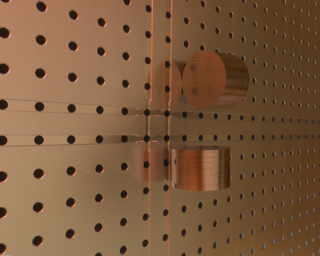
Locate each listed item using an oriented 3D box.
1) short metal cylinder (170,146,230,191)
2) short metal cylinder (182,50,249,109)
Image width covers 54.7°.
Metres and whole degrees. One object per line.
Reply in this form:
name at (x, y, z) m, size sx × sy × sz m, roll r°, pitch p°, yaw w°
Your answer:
short metal cylinder at (0.054, 0.051, 0.418) m, size 0.081 × 0.080 × 0.050 m, roll -2°, pitch 91°, yaw -40°
short metal cylinder at (0.077, -0.067, 0.437) m, size 0.050 × 0.080 × 0.079 m, roll -3°, pitch 92°, yaw -40°
